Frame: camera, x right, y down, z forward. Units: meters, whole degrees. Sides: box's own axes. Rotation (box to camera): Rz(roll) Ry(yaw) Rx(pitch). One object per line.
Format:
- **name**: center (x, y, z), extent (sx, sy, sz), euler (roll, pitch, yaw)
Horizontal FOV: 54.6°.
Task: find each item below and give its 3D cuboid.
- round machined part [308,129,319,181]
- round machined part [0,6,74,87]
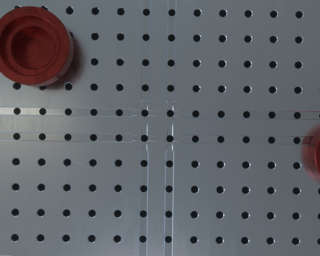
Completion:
- **round machined part**: center (0.253, 0.037, 0.406), extent (0.099, 0.042, 0.097), euler (0, 90, 0)
- **round machined part**: center (-0.161, -0.102, 0.404), extent (0.099, 0.042, 0.097), euler (0, 90, 0)
